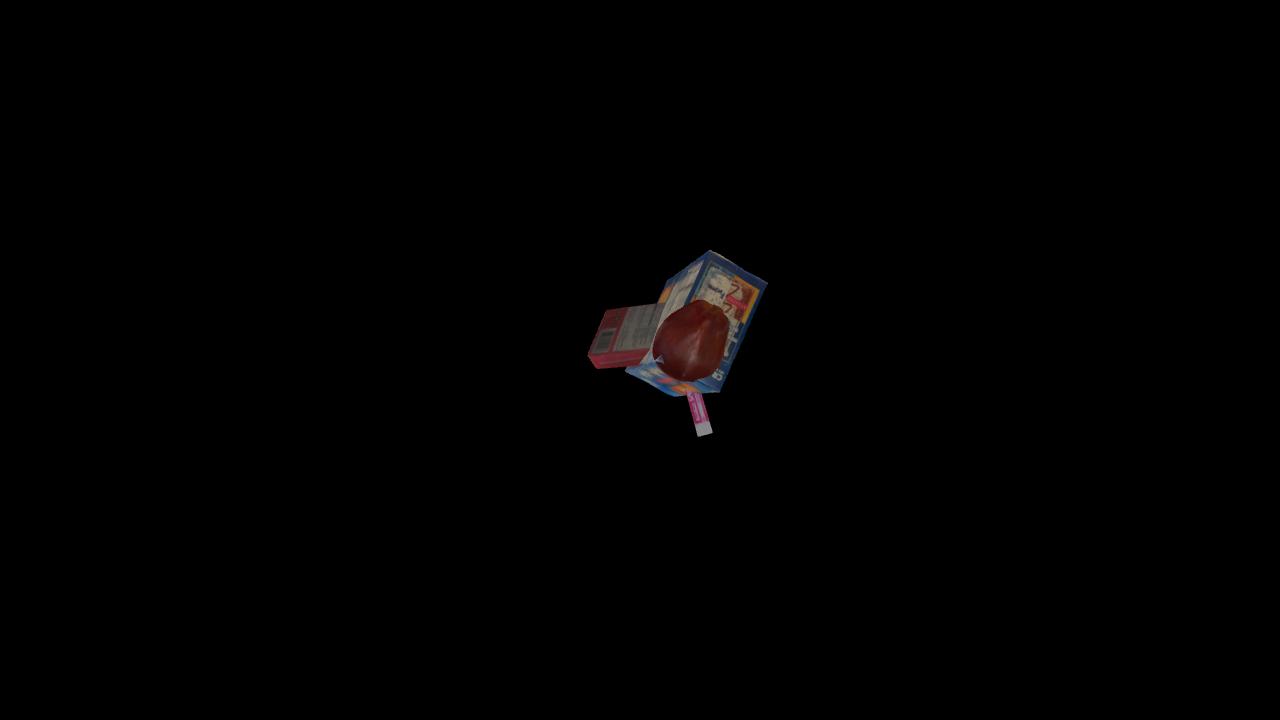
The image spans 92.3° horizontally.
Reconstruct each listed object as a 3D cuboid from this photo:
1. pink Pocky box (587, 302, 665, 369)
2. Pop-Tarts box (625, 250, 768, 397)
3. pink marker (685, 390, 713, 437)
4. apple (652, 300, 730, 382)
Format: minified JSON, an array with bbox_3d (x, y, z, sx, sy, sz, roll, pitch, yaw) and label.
[{"bbox_3d":[0.018,-0.032,0.748,0.155,0.084,0.029,-5,-44,27],"label":"pink Pocky box"},{"bbox_3d":[0.062,-0.036,0.749,0.083,0.141,0.167,27,-11,-10],"label":"Pop-Tarts box"},{"bbox_3d":[0.062,0.032,0.742,0.020,0.121,0.020,-15,-7,-2],"label":"pink marker"},{"bbox_3d":[0.055,-0.019,0.669,0.079,0.093,0.079,24,23,-11],"label":"apple"}]
